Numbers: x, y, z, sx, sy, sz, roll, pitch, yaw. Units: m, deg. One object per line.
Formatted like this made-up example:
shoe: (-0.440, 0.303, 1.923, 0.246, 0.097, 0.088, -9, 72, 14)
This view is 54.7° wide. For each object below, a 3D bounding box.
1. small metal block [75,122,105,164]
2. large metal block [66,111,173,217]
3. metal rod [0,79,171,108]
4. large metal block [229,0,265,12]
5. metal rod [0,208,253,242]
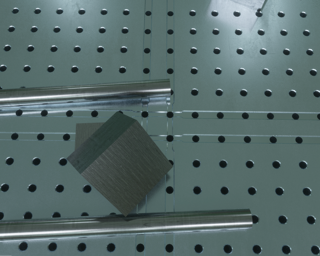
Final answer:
small metal block: (-0.082, 0.021, 0.403, 0.050, 0.025, 0.050, -2, 70, -1)
large metal block: (-0.045, 0.040, 0.361, 0.080, 0.080, 0.050, -45, 33, -14)
metal rod: (-0.137, -0.046, 0.427, 0.302, 0.025, 0.025, -4, 70, -2)
large metal block: (0.142, -0.243, 0.488, 0.080, 0.050, 0.080, 27, 72, 9)
metal rod: (-0.044, 0.115, 0.369, 0.302, 0.025, 0.025, -3, 70, -1)
